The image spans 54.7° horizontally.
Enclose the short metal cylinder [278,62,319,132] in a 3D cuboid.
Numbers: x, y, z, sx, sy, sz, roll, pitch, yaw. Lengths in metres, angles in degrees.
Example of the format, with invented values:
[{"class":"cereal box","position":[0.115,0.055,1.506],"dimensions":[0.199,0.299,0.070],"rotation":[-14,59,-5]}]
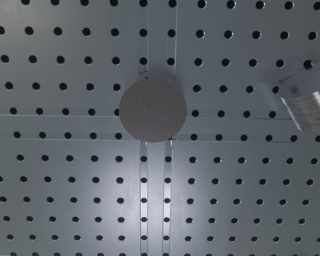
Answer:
[{"class":"short metal cylinder","position":[0.192,-0.039,0.371],"dimensions":[0.080,0.080,0.050],"rotation":[-32,107,11]}]

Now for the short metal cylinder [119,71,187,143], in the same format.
[{"class":"short metal cylinder","position":[-0.008,-0.028,0.390],"dimensions":[0.081,0.050,0.079],"rotation":[0,110,0]}]
